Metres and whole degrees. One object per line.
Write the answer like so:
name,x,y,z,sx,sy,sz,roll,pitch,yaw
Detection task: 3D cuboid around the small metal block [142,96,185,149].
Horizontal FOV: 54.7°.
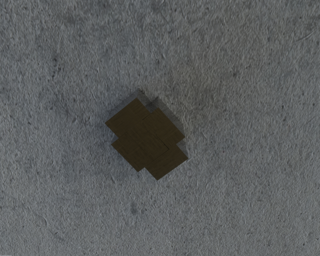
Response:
small metal block,0.005,-0.008,0.394,0.025,0.050,0.050,-39,106,13

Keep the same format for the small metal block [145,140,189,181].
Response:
small metal block,0.008,0.035,0.410,0.050,0.050,0.025,-37,106,12

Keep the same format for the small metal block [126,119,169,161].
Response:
small metal block,-0.015,0.007,0.399,0.025,0.050,0.050,-38,106,12

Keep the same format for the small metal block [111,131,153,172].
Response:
small metal block,-0.034,0.022,0.405,0.025,0.050,0.050,-38,106,12

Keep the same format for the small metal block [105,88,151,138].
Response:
small metal block,-0.038,-0.020,0.389,0.050,0.050,0.025,-37,106,12
